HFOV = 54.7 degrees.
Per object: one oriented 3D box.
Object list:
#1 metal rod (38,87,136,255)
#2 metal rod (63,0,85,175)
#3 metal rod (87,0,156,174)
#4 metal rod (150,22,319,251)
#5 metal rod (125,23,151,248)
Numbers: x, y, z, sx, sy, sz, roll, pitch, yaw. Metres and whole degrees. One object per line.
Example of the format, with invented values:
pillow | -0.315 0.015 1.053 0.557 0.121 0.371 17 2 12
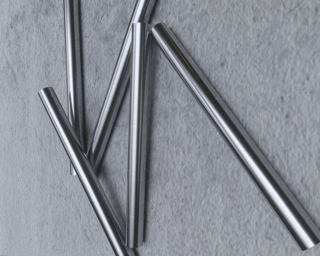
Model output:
metal rod | -0.110 0.071 0.463 0.025 0.025 0.299 -36 77 34
metal rod | -0.144 -0.072 0.520 0.025 0.025 0.298 -5 87 39
metal rod | -0.065 -0.054 0.456 0.025 0.025 0.298 33 110 35
metal rod | 0.070 -0.010 0.345 0.025 0.025 0.299 -46 63 30
metal rod | -0.030 0.013 0.419 0.025 0.025 0.298 7 97 39
